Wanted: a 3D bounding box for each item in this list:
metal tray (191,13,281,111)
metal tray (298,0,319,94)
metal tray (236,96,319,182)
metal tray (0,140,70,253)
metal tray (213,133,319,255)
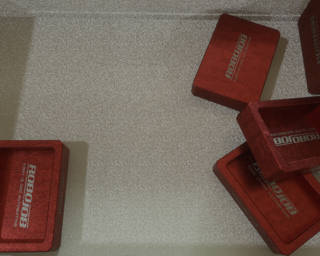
[{"bbox_3d":[0.109,-0.094,0.443,0.090,0.030,0.130,21,71,7],"label":"metal tray"},{"bbox_3d":[0.229,-0.122,0.422,0.030,0.090,0.130,2,70,0],"label":"metal tray"},{"bbox_3d":[0.168,0.009,0.377,0.131,0.030,0.090,-6,62,-25],"label":"metal tray"},{"bbox_3d":[-0.164,0.080,0.375,0.091,0.030,0.130,0,70,-1],"label":"metal tray"},{"bbox_3d":[0.139,0.075,0.381,0.090,0.030,0.130,-32,73,-11],"label":"metal tray"}]
